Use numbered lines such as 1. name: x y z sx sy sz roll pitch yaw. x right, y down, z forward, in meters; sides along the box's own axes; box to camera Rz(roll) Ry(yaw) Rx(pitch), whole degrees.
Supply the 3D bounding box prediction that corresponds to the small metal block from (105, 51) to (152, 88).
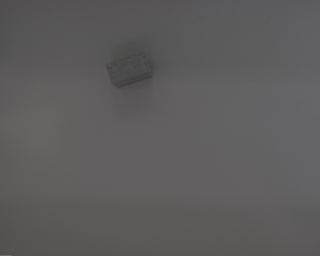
1. small metal block: -0.038 -0.073 0.399 0.050 0.050 0.025 -18 90 0
